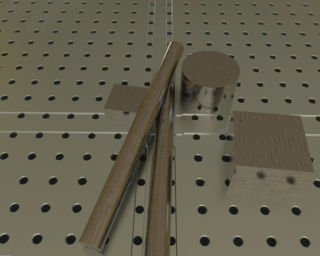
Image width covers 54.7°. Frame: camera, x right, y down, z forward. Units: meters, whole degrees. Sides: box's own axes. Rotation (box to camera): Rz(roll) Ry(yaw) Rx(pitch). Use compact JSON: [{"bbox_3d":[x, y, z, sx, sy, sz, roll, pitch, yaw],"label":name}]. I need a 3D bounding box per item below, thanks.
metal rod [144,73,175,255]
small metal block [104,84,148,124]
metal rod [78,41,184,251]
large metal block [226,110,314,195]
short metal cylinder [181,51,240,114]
[{"bbox_3d":[0.005,0.016,0.393,0.025,0.025,0.300,2,50,2],"label":"metal rod"},{"bbox_3d":[-0.046,-0.033,0.435,0.050,0.025,0.050,8,50,7],"label":"small metal block"},{"bbox_3d":[-0.023,-0.001,0.386,0.025,0.025,0.300,14,58,11],"label":"metal rod"},{"bbox_3d":[0.125,0.028,0.368,0.080,0.050,0.080,5,50,4],"label":"large metal block"},{"bbox_3d":[0.070,-0.067,0.448,0.081,0.050,0.080,0,50,0],"label":"short metal cylinder"}]
